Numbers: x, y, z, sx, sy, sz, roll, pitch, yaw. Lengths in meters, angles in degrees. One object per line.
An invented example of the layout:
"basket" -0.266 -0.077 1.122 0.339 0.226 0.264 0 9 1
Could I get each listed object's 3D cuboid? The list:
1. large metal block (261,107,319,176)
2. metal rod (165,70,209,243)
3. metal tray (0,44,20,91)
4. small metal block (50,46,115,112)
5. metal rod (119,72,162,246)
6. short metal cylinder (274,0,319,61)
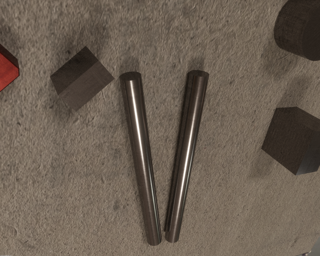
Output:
"large metal block" 0.224 0.019 0.509 0.050 0.080 0.079 -5 121 -27
"metal rod" 0.035 0.060 0.465 0.025 0.025 0.298 -8 122 -25
"metal tray" -0.199 -0.066 0.254 0.090 0.030 0.130 -41 130 0
"small metal block" -0.080 -0.051 0.316 0.050 0.050 0.025 -41 130 -1
"metal rod" -0.021 0.064 0.436 0.025 0.025 0.298 -18 126 -18
"short metal cylinder" 0.204 -0.137 0.420 0.081 0.050 0.079 -14 125 -21
